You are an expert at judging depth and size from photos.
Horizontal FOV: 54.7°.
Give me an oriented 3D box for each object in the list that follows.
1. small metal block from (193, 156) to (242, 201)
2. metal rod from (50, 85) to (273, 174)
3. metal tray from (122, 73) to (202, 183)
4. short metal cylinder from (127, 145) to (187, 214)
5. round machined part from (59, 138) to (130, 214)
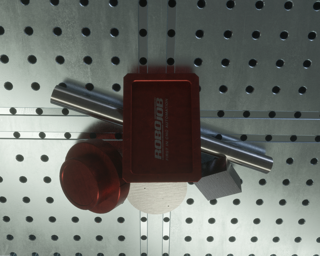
[{"bbox_3d":[0.078,0.070,0.424,0.050,0.025,0.050,-21,126,24],"label":"small metal block"},{"bbox_3d":[0.008,0.005,0.411,0.302,0.025,0.025,18,109,-7],"label":"metal rod"},{"bbox_3d":[0.002,0.000,0.375,0.091,0.030,0.129,0,81,-1],"label":"metal tray"},{"bbox_3d":[-0.005,0.069,0.421,0.081,0.050,0.079,0,110,0],"label":"short metal cylinder"},{"bbox_3d":[-0.090,0.066,0.399,0.098,0.042,0.097,9,107,31],"label":"round machined part"}]
